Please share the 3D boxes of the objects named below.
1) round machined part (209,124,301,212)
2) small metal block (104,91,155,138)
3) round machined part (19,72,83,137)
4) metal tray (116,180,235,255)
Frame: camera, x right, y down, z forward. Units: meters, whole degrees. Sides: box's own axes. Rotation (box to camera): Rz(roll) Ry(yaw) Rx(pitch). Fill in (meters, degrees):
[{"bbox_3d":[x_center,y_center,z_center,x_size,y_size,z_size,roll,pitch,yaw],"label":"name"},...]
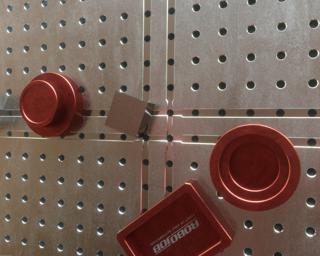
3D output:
[{"bbox_3d":[0.111,0.044,0.364,0.098,0.042,0.097,0,90,20],"label":"round machined part"},{"bbox_3d":[-0.042,-0.019,0.427,0.050,0.025,0.050,22,97,18],"label":"small metal block"},{"bbox_3d":[-0.168,-0.035,0.463,0.098,0.042,0.097,0,90,20],"label":"round machined part"},{"bbox_3d":[0.018,0.140,0.403,0.130,0.030,0.090,-40,78,15],"label":"metal tray"}]
